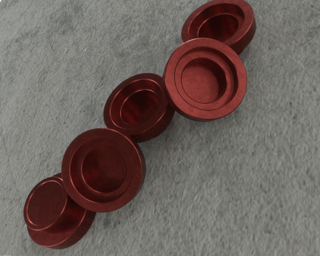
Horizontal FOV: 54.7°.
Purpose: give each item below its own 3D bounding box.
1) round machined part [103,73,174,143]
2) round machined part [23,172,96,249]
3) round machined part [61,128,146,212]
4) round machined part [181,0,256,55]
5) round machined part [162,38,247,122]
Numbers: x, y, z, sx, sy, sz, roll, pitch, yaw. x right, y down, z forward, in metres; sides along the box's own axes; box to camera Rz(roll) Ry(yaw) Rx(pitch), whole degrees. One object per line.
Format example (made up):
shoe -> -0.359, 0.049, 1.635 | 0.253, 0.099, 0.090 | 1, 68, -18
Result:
round machined part -> -0.023, -0.023, 0.418 | 0.098, 0.042, 0.098 | -13, 56, 20
round machined part -> -0.134, 0.102, 0.399 | 0.098, 0.042, 0.098 | -13, 56, 20
round machined part -> -0.065, 0.049, 0.377 | 0.098, 0.042, 0.097 | 0, 88, 10
round machined part -> 0.083, -0.129, 0.428 | 0.098, 0.042, 0.098 | -13, 56, 20
round machined part -> 0.051, -0.055, 0.378 | 0.099, 0.042, 0.097 | 1, 83, -9
